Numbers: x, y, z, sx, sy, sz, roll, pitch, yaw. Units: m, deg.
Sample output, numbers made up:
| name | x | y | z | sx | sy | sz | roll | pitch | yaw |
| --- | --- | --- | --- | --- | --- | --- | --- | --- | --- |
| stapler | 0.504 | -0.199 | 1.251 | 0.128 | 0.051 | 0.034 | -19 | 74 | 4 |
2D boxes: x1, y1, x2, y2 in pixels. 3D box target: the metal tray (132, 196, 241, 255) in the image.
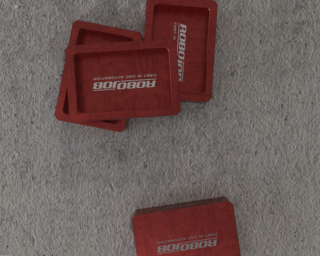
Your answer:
| name | x | y | z | sx | sy | sz | roll | pitch | yaw |
| --- | --- | --- | --- | --- | --- | --- | --- | --- | --- |
| metal tray | 0.034 | 0.146 | 0.408 | 0.131 | 0.030 | 0.089 | -8 | 90 | 0 |

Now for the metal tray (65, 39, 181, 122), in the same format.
| name | x | y | z | sx | sy | sz | roll | pitch | yaw |
| --- | --- | --- | --- | --- | --- | --- | --- | --- | --- |
| metal tray | -0.043 | -0.056 | 0.376 | 0.131 | 0.030 | 0.089 | -4 | 90 | 0 |

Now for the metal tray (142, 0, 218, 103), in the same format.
| name | x | y | z | sx | sy | sz | roll | pitch | yaw |
| --- | --- | --- | --- | --- | --- | --- | --- | --- | --- |
| metal tray | 0.024 | -0.100 | 0.407 | 0.091 | 0.030 | 0.129 | 4 | 90 | 0 |

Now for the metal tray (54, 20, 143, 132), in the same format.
| name | x | y | z | sx | sy | sz | roll | pitch | yaw |
| --- | --- | --- | --- | --- | --- | --- | --- | --- | --- |
| metal tray | -0.078 | -0.066 | 0.406 | 0.091 | 0.030 | 0.129 | 11 | 90 | 0 |
